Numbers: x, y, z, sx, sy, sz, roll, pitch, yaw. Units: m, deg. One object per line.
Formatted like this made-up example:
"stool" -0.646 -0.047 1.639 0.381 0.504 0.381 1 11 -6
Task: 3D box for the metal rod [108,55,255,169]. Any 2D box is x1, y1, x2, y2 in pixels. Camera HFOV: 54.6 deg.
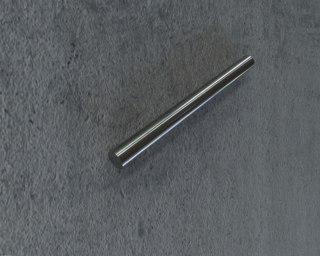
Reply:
"metal rod" 0.049 -0.037 0.444 0.302 0.025 0.025 -37 113 -34
